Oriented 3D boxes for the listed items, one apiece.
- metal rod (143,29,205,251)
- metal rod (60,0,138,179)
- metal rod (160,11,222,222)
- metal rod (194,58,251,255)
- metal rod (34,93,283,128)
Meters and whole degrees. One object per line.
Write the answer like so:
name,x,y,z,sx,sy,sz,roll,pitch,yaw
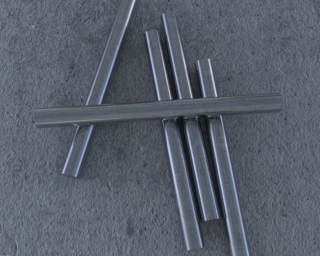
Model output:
metal rod,0.014,0.001,0.407,0.025,0.025,0.299,-9,70,-3
metal rod,-0.077,-0.077,0.435,0.025,0.025,0.299,13,70,4
metal rod,0.037,-0.029,0.418,0.025,0.025,0.299,-9,70,-3
metal rod,0.079,0.047,0.391,0.025,0.025,0.299,-6,70,-2
metal rod,0.000,-0.022,0.388,0.302,0.025,0.025,-4,70,-2
